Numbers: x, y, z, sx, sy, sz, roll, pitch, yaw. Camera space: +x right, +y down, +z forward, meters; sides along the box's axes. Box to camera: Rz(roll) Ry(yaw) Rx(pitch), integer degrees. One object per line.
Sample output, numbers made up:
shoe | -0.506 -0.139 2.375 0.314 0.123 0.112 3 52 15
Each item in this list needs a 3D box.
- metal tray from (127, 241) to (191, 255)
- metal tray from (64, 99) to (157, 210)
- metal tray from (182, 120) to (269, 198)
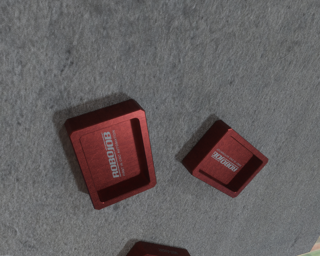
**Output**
metal tray | -0.011 0.255 0.557 0.131 0.030 0.090 27 103 -38
metal tray | -0.058 0.036 0.395 0.091 0.030 0.129 -20 126 -17
metal tray | 0.108 0.054 0.498 0.130 0.030 0.090 33 100 -39
